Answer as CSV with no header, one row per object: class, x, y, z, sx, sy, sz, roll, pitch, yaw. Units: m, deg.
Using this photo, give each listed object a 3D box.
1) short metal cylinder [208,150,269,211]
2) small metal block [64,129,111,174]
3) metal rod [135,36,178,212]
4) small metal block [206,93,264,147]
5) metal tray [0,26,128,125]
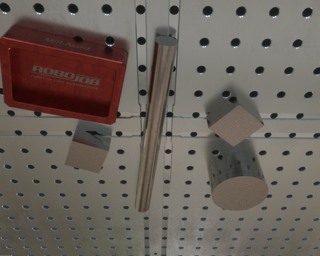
short metal cylinder,0.115,0.079,0.464,0.081,0.050,0.079,0,130,0
small metal block,-0.102,0.034,0.439,0.050,0.025,0.050,18,128,-15
metal rod,-0.012,0.019,0.427,0.025,0.025,0.298,5,130,-5
small metal block,0.097,-0.009,0.404,0.050,0.025,0.050,34,122,-26
metal tray,-0.109,-0.057,0.358,0.131,0.030,0.089,10,130,-9
